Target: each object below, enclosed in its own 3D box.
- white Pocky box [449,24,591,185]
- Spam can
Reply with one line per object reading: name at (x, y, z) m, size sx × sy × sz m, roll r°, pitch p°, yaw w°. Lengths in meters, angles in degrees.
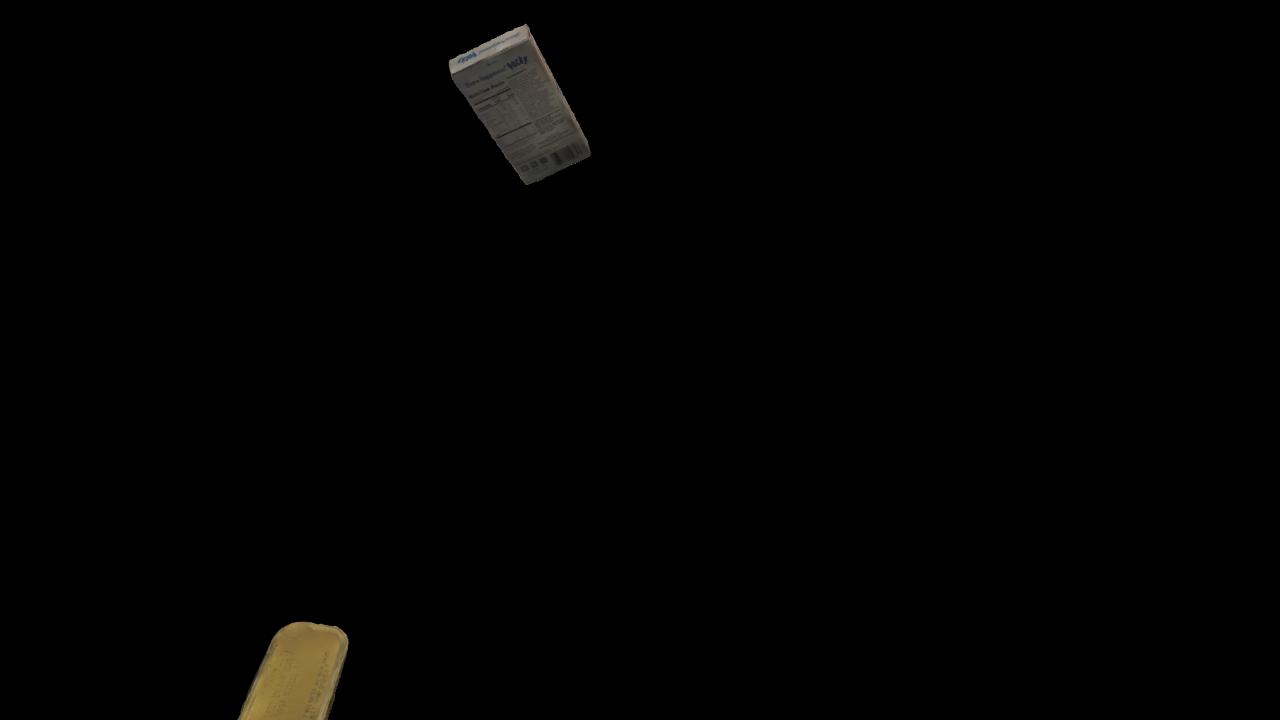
white Pocky box at (-0.115, -0.250, 0.621) m, size 0.084 × 0.028 × 0.154 m, roll -21°, pitch -29°, yaw 9°
Spam can at (-0.255, 0.256, 0.444) m, size 0.058 × 0.085 × 0.101 m, roll 18°, pitch 32°, yaw -18°
